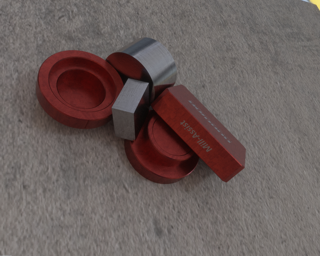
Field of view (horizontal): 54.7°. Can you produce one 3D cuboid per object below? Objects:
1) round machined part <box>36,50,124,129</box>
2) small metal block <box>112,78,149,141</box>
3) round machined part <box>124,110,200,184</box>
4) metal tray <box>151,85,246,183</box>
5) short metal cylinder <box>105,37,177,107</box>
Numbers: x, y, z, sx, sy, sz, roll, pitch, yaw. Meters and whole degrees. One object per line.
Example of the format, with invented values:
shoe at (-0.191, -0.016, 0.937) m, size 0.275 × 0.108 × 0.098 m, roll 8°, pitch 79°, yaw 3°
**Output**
round machined part at (-0.095, -0.041, 0.369) m, size 0.099 × 0.042 × 0.098 m, roll 14°, pitch 56°, yaw -21°
small metal block at (-0.033, -0.021, 0.363) m, size 0.025 × 0.050 × 0.050 m, roll 15°, pitch 52°, yaw 9°
round machined part at (0.008, 0.017, 0.390) m, size 0.099 × 0.042 × 0.098 m, roll 14°, pitch 56°, yaw -21°
metal tray at (0.055, 0.001, 0.404) m, size 0.130 × 0.030 × 0.090 m, roll 46°, pitch 19°, yaw 3°
short metal cylinder at (-0.025, -0.070, 0.401) m, size 0.080 × 0.080 × 0.050 m, roll 44°, pitch 51°, yaw 2°
